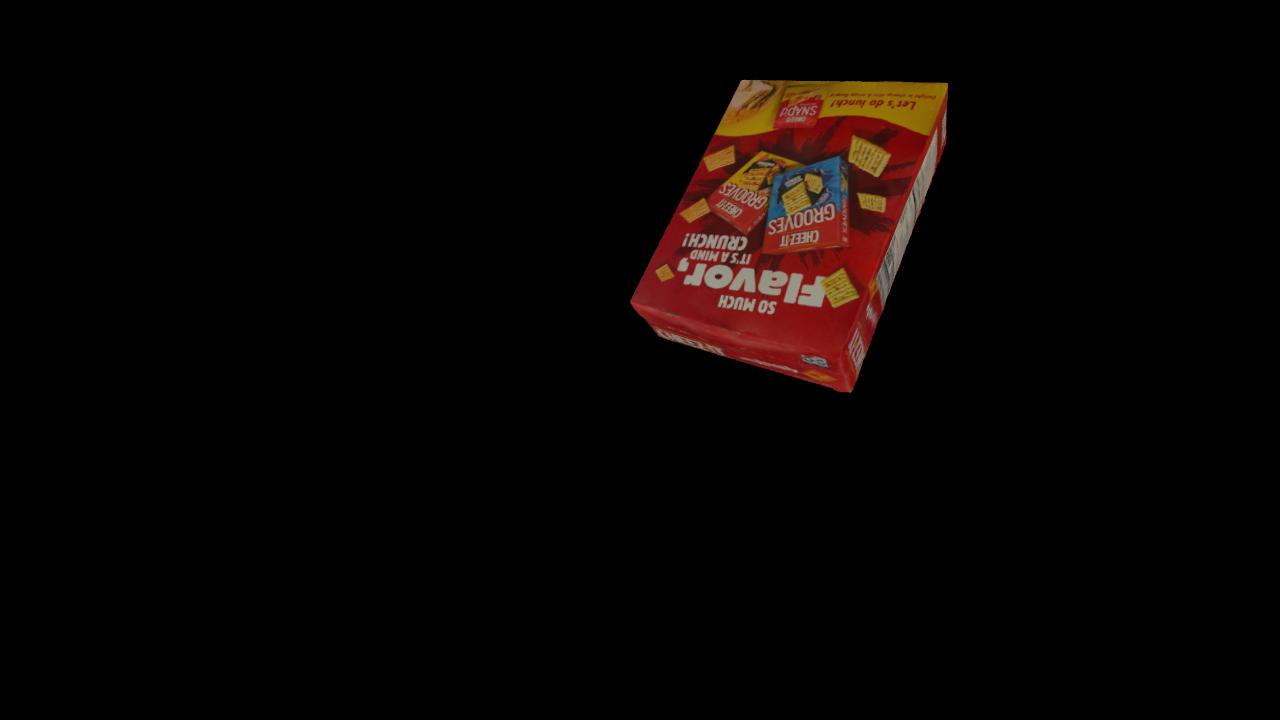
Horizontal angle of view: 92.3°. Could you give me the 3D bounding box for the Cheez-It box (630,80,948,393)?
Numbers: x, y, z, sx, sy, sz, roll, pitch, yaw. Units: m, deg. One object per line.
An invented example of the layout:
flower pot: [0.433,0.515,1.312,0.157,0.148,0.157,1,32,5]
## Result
Cheez-It box: [0.116,-0.105,0.469,0.166,0.223,0.071,17,-15,31]
